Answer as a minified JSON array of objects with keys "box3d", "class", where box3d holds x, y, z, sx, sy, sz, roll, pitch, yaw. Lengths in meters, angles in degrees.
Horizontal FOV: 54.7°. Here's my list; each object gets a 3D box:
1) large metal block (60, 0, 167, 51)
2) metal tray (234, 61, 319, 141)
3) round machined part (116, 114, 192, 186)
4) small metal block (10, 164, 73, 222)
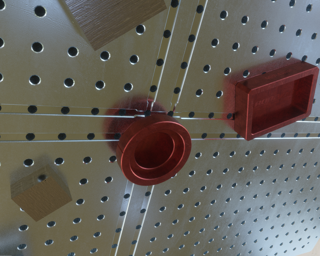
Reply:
[{"box3d":[-0.052,-0.132,0.285,0.080,0.050,0.080,-33,129,-7],"class":"large metal block"},{"box3d":[0.179,-0.042,0.478,0.131,0.030,0.089,-20,126,-17],"class":"metal tray"},{"box3d":[-0.011,0.025,0.409,0.099,0.042,0.097,-14,124,-21],"class":"round machined part"},{"box3d":[-0.145,0.080,0.381,0.050,0.025,0.050,-31,129,-9],"class":"small metal block"}]
